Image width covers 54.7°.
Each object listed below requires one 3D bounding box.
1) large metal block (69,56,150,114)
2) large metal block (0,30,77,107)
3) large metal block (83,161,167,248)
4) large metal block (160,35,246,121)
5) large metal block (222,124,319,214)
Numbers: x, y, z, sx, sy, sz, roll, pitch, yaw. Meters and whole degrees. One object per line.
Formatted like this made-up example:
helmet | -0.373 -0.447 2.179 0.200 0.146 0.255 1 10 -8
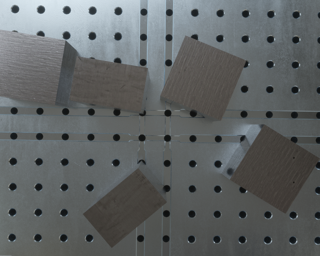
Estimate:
large metal block | -0.057 -0.049 0.385 0.080 0.080 0.050 9 90 -1
large metal block | -0.160 -0.074 0.399 0.081 0.050 0.080 9 90 -1
large metal block | -0.039 0.089 0.385 0.080 0.080 0.050 -40 90 0
large metal block | 0.053 -0.061 0.402 0.080 0.050 0.080 22 90 -1
large metal block | 0.140 0.050 0.403 0.080 0.050 0.080 32 90 -1
